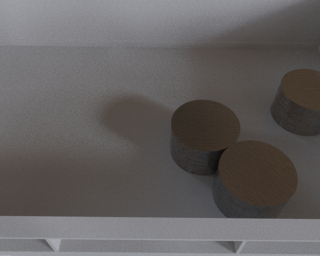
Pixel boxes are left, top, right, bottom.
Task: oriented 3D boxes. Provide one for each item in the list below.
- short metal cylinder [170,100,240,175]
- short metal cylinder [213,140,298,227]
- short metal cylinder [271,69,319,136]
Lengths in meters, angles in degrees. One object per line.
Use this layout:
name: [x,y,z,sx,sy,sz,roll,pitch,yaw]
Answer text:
short metal cylinder: [0.053,0.011,0.380,0.081,0.050,0.080,0,50,0]
short metal cylinder: [0.101,0.060,0.340,0.081,0.050,0.080,0,50,0]
short metal cylinder: [0.199,-0.035,0.421,0.081,0.050,0.080,0,50,0]
